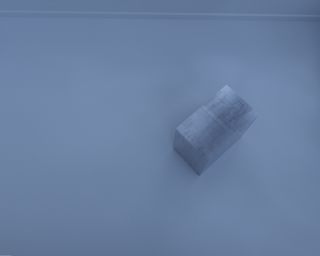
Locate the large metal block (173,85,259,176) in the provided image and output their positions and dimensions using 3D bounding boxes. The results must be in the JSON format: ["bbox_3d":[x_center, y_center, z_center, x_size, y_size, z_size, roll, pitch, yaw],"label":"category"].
[{"bbox_3d":[0.064,0.006,0.379,0.080,0.080,0.050,-41,75,-13],"label":"large metal block"}]
